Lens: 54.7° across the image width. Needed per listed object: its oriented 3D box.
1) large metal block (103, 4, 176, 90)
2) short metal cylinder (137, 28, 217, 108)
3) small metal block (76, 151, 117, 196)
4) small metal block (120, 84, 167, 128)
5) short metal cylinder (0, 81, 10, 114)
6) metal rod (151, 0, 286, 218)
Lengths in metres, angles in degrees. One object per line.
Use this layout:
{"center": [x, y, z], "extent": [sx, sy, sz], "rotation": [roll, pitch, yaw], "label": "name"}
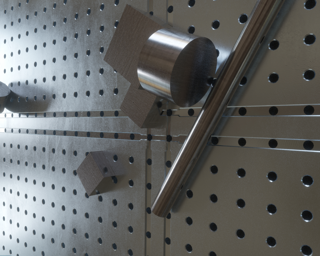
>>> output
{"center": [-0.019, -0.104, 0.409], "extent": [0.080, 0.050, 0.080], "rotation": [42, 116, 32], "label": "large metal block"}
{"center": [0.021, -0.069, 0.356], "extent": [0.050, 0.081, 0.079], "rotation": [28, 108, 36], "label": "short metal cylinder"}
{"center": [-0.103, 0.072, 0.495], "extent": [0.050, 0.025, 0.050], "rotation": [-50, 61, 28], "label": "small metal block"}
{"center": [-0.023, -0.034, 0.428], "extent": [0.050, 0.025, 0.050], "rotation": [42, 115, 32], "label": "small metal block"}
{"center": [-0.385, -0.072, 0.692], "extent": [0.080, 0.081, 0.050], "rotation": [46, 117, 30], "label": "short metal cylinder"}
{"center": [0.060, -0.017, 0.360], "extent": [0.025, 0.025, 0.298], "rotation": [39, 114, 33], "label": "metal rod"}
